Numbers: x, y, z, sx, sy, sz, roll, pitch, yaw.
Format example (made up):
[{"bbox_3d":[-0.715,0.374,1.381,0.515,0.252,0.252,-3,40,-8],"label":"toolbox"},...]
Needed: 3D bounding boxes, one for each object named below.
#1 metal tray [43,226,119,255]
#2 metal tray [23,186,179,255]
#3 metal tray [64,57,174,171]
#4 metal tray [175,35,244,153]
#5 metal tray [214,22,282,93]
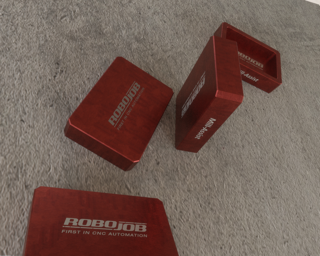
[{"bbox_3d":[-0.056,0.157,0.274,0.130,0.030,0.090,30,52,-9],"label":"metal tray"},{"bbox_3d":[-0.053,0.102,0.285,0.131,0.030,0.090,11,30,-22],"label":"metal tray"},{"bbox_3d":[-0.046,-0.022,0.389,0.090,0.030,0.130,32,51,-7],"label":"metal tray"},{"bbox_3d":[0.055,-0.037,0.386,0.030,0.129,0.090,11,57,-13],"label":"metal tray"},{"bbox_3d":[0.158,-0.128,0.562,0.131,0.030,0.090,23,53,-14],"label":"metal tray"}]
